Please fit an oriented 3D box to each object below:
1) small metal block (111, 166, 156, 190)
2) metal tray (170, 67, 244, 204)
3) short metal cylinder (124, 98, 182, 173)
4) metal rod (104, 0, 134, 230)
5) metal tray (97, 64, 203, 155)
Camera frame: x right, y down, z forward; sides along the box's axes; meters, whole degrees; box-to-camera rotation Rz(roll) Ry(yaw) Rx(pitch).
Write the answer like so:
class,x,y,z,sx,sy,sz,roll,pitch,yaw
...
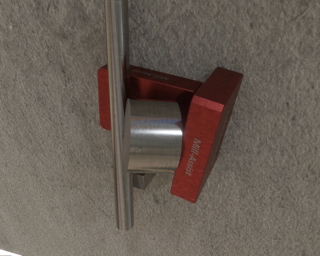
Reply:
class,x,y,z,sx,sy,sz,roll,pitch,yaw
small metal block,-0.034,0.057,0.444,0.050,0.050,0.025,12,123,21
metal tray,0.051,0.008,0.343,0.030,0.090,0.129,21,126,16
short metal cylinder,-0.011,0.009,0.335,0.050,0.080,0.079,2,126,-12
metal rod,-0.048,-0.002,0.380,0.025,0.025,0.298,10,114,22
metal tray,-0.015,-0.027,0.394,0.130,0.030,0.089,17,125,18
